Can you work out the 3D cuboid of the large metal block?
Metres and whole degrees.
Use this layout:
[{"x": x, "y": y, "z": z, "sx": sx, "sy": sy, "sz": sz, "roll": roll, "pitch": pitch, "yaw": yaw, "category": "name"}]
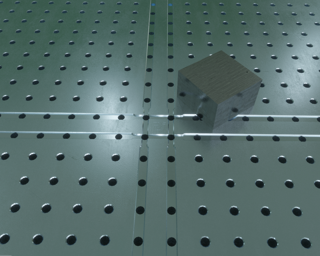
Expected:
[{"x": 0.081, "y": -0.056, "z": 0.439, "sx": 0.080, "sy": 0.050, "sz": 0.080, "roll": -29, "pitch": 56, "yaw": -22, "category": "large metal block"}]
